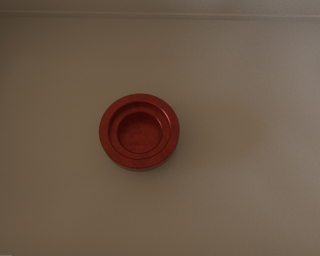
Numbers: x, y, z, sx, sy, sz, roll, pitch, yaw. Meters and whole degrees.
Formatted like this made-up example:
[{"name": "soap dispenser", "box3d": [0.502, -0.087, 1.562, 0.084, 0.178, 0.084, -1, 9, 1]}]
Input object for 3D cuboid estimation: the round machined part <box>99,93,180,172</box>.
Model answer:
[{"name": "round machined part", "box3d": [-0.025, 0.008, 0.397, 0.099, 0.042, 0.098, 0, 70, -1]}]
